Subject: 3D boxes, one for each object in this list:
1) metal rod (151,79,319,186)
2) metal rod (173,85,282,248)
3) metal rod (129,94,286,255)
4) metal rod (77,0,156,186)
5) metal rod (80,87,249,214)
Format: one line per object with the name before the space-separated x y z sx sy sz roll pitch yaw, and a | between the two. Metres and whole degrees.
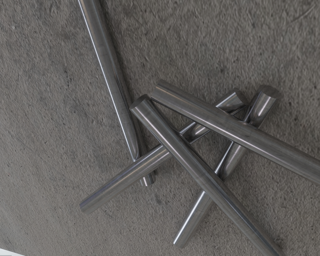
metal rod | 0.130 0.028 0.329 0.301 0.025 0.025 27 128 0
metal rod | 0.074 0.073 0.412 0.025 0.025 0.298 28 128 10
metal rod | 0.071 0.077 0.383 0.025 0.025 0.300 -26 115 37
metal rod | -0.055 -0.051 0.404 0.025 0.025 0.298 -2 118 29
metal rod | -0.013 0.045 0.413 0.299 0.025 0.025 -38 97 30
